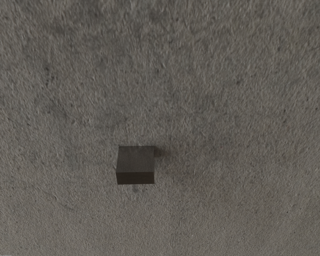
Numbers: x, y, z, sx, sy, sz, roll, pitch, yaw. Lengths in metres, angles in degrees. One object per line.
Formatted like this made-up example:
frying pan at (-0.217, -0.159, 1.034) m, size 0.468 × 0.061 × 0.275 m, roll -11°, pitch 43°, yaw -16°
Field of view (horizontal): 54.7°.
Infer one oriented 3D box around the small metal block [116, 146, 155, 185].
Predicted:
small metal block at (-0.033, 0.051, 0.434) m, size 0.050 × 0.050 × 0.025 m, roll -1°, pitch 130°, yaw 0°
